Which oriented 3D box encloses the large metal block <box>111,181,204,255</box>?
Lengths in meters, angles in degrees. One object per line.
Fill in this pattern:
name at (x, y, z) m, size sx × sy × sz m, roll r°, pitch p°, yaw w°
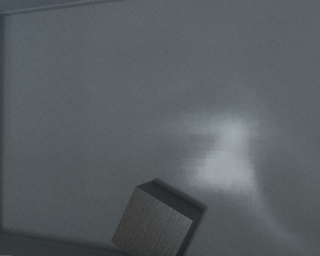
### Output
large metal block at (-0.003, 0.125, 0.396) m, size 0.080 × 0.050 × 0.080 m, roll 27°, pitch 99°, yaw 20°
